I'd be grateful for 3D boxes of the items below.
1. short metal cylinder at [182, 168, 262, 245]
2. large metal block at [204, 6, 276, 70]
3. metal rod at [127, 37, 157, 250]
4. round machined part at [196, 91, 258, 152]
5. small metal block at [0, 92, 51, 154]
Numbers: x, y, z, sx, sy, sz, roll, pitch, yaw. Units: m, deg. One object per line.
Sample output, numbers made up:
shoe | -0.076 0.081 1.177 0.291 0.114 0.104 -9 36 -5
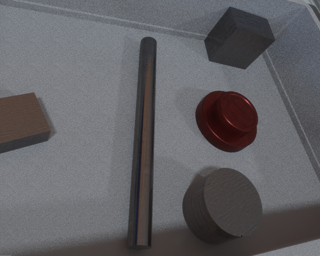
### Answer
short metal cylinder | 0.074 0.095 0.374 0.081 0.050 0.080 14 56 -21
large metal block | 0.136 -0.153 0.540 0.081 0.080 0.050 7 59 -25
metal rod | -0.019 -0.004 0.398 0.025 0.025 0.299 14 56 -21
round machined part | 0.107 -0.016 0.464 0.099 0.042 0.098 14 56 -21
small metal block | -0.152 -0.006 0.328 0.050 0.025 0.050 -17 71 -35
